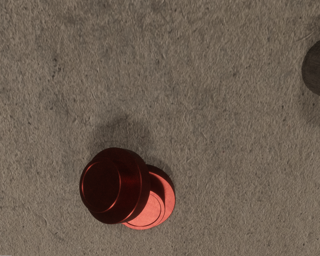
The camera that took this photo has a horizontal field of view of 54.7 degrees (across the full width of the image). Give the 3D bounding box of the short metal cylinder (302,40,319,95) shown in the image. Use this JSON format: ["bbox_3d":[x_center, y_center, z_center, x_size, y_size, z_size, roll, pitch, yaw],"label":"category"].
[{"bbox_3d":[0.223,-0.071,0.374,0.081,0.050,0.079,0,110,-1],"label":"short metal cylinder"}]

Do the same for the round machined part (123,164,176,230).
[{"bbox_3d":[-0.027,0.103,0.439,0.099,0.042,0.097,0,110,-1],"label":"round machined part"}]

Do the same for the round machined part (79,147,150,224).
[{"bbox_3d":[-0.064,0.073,0.397,0.098,0.042,0.098,-7,76,31],"label":"round machined part"}]
